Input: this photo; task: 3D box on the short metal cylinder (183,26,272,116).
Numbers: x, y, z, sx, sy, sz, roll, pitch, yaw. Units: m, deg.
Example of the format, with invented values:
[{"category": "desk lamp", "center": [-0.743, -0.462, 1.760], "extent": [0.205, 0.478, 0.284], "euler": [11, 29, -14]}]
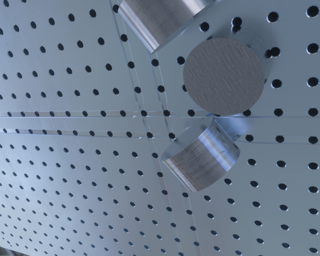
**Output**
[{"category": "short metal cylinder", "center": [0.071, -0.060, 0.321], "extent": [0.080, 0.050, 0.079], "euler": [13, 124, 21]}]

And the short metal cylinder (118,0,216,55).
[{"category": "short metal cylinder", "center": [0.007, -0.117, 0.300], "extent": [0.080, 0.080, 0.050], "euler": [-33, 100, 38]}]

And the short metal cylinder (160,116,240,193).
[{"category": "short metal cylinder", "center": [0.047, 0.030, 0.370], "extent": [0.050, 0.080, 0.080], "euler": [49, 129, -7]}]
